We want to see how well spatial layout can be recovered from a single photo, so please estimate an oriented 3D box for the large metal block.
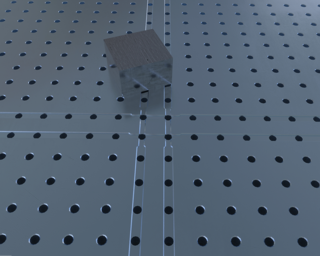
[{"bbox_3d":[-0.034,-0.102,0.477,0.081,0.050,0.080,-17,52,-14],"label":"large metal block"}]
